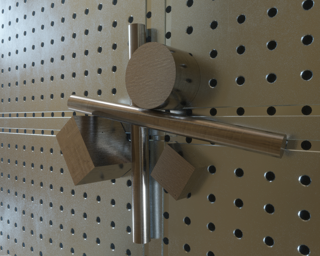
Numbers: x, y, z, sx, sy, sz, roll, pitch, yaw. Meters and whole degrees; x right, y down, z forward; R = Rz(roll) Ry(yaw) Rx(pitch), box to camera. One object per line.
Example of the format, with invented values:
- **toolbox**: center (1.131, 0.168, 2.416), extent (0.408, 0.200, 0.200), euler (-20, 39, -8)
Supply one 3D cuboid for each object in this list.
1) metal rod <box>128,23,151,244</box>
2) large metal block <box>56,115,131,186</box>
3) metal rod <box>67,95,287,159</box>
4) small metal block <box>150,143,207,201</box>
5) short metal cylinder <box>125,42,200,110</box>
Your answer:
- **metal rod**: center (-0.028, 0.007, 0.431), extent (0.025, 0.025, 0.298), euler (-2, 89, 39)
- **large metal block**: center (-0.089, 0.030, 0.443), extent (0.050, 0.081, 0.080), euler (-42, 65, 32)
- **metal rod**: center (-0.003, -0.010, 0.385), extent (0.300, 0.025, 0.025), euler (13, 98, 31)
- **small metal block**: center (0.022, 0.054, 0.390), extent (0.050, 0.025, 0.050), euler (40, 114, 32)
- **short metal cylinder**: center (0.003, -0.063, 0.389), extent (0.080, 0.050, 0.079), euler (0, 90, 39)
